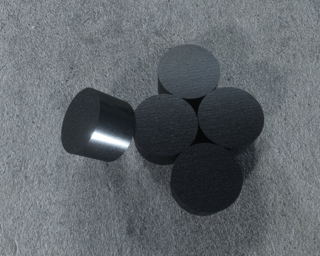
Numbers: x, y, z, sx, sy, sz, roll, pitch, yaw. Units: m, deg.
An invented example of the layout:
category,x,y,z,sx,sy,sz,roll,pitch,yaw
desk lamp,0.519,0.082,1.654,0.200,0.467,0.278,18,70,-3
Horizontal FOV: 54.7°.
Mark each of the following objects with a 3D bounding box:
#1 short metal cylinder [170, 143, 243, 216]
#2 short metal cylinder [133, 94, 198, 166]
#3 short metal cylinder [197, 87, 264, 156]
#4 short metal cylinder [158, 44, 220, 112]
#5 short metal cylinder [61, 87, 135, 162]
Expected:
category,x,y,z,sx,sy,sz,roll,pitch,yaw
short metal cylinder,0.053,0.063,0.373,0.081,0.050,0.080,0,70,0
short metal cylinder,0.005,0.003,0.395,0.081,0.050,0.080,0,70,0
short metal cylinder,0.086,-0.006,0.399,0.081,0.050,0.080,0,70,0
short metal cylinder,0.037,-0.065,0.420,0.081,0.050,0.080,0,70,0
short metal cylinder,-0.076,-0.003,0.375,0.080,0.050,0.080,-20,61,40
